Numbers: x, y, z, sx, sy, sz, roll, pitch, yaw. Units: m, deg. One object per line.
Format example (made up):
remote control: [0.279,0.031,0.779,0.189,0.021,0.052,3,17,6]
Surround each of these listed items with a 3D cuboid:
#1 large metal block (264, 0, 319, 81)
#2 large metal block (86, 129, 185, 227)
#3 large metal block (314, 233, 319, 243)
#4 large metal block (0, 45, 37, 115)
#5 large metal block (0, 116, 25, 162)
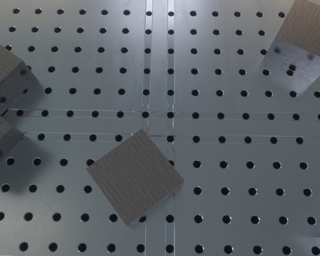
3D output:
large metal block: [0.211,-0.128,0.447,0.080,0.050,0.080,28,72,10]
large metal block: [-0.028,0.062,0.376,0.080,0.050,0.080,-36,74,-12]
large metal block: [0.245,0.129,0.353,0.080,0.050,0.080,-38,75,-13]
large metal block: [-0.235,-0.072,0.424,0.080,0.050,0.080,34,73,12]
large metal block: [-0.216,0.019,0.369,0.050,0.080,0.080,39,74,-6]
